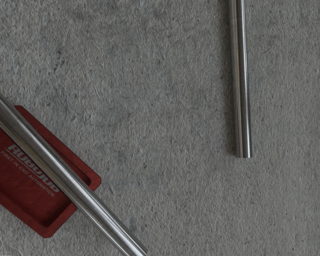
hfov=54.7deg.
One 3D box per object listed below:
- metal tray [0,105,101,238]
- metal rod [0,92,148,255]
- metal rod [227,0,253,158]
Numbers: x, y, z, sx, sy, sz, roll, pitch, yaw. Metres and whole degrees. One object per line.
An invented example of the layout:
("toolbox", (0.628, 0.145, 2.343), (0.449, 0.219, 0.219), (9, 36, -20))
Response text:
("metal tray", (-0.145, 0.049, 0.353), (0.130, 0.030, 0.090), (46, 75, -15))
("metal rod", (-0.116, 0.040, 0.333), (0.025, 0.025, 0.300), (-43, 104, -15))
("metal rod", (0.115, -0.106, 0.452), (0.025, 0.025, 0.298), (-4, 91, -20))
